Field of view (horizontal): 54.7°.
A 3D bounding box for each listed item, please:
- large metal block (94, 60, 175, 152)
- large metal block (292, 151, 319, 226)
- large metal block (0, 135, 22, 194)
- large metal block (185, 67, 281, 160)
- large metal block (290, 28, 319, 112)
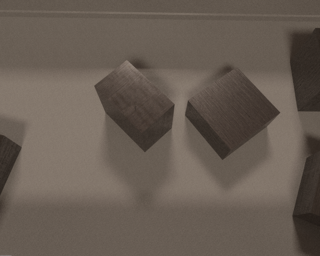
[{"bbox_3d":[-0.030,-0.024,0.389,0.050,0.080,0.080,-42,76,-14],"label":"large metal block"},{"bbox_3d":[0.217,0.080,0.370,0.080,0.050,0.080,21,71,7],"label":"large metal block"},{"bbox_3d":[-0.233,0.043,0.378,0.080,0.050,0.080,15,71,5],"label":"large metal block"},{"bbox_3d":[0.091,-0.018,0.404,0.080,0.050,0.080,-35,74,-12],"label":"large metal block"},{"bbox_3d":[0.219,-0.074,0.410,0.050,0.080,0.080,0,70,0],"label":"large metal block"}]
